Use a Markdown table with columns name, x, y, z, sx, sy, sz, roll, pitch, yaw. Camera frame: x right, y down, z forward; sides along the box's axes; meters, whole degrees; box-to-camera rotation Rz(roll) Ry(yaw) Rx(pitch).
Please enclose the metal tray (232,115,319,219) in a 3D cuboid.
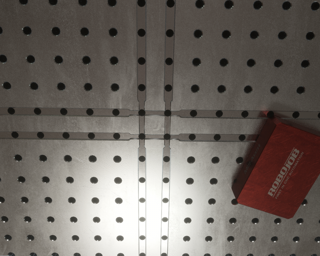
| name | x | y | z | sx | sy | sz | roll | pitch | yaw |
| --- | --- | --- | --- | --- | --- | --- | --- | --- | --- |
| metal tray | 0.170 | 0.057 | 0.434 | 0.091 | 0.030 | 0.129 | 19 | 109 | -8 |
